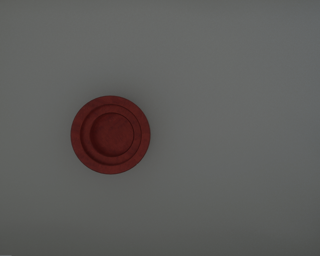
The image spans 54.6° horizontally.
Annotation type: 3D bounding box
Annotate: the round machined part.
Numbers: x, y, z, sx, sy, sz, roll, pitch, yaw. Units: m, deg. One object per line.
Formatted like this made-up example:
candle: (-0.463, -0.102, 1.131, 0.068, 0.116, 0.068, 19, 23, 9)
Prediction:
round machined part: (-0.061, 0.009, 0.403, 0.099, 0.042, 0.097, 0, 90, 0)
